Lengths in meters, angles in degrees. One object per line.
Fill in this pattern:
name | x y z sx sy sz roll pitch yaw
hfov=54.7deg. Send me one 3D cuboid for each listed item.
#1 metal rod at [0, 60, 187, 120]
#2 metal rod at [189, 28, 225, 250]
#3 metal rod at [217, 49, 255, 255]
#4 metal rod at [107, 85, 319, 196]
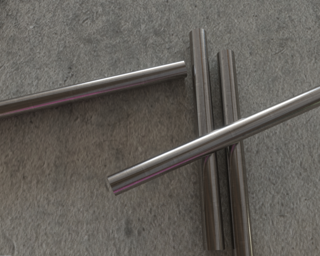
metal rod | -0.111 -0.048 0.424 0.302 0.025 0.025 -14 71 -6
metal rod | 0.059 0.000 0.408 0.025 0.025 0.299 -1 70 -1
metal rod | 0.095 0.034 0.396 0.025 0.025 0.299 0 70 0
metal rod | 0.082 0.009 0.377 0.302 0.025 0.025 -23 72 -9
